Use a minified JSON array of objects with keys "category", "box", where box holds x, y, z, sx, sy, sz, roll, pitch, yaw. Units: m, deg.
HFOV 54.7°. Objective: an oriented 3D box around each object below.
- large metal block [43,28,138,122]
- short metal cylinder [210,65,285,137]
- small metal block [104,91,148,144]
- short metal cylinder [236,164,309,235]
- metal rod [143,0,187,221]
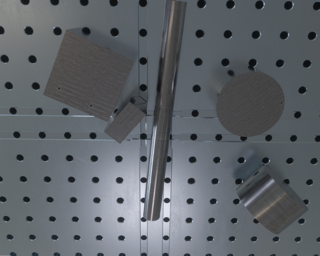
[{"category":"large metal block","box":[-0.082,-0.065,0.375,0.080,0.050,0.080,24,108,-9]},{"category":"short metal cylinder","box":[0.107,-0.035,0.388,0.081,0.050,0.079,0,110,0]},{"category":"small metal block","box":[-0.042,-0.014,0.394,0.025,0.050,0.050,39,105,-13]},{"category":"short metal cylinder","box":[0.151,0.095,0.421,0.080,0.080,0.050,39,105,-13]},{"category":"metal rod","box":[0.003,-0.008,0.410,0.025,0.025,0.298,6,110,-2]}]
